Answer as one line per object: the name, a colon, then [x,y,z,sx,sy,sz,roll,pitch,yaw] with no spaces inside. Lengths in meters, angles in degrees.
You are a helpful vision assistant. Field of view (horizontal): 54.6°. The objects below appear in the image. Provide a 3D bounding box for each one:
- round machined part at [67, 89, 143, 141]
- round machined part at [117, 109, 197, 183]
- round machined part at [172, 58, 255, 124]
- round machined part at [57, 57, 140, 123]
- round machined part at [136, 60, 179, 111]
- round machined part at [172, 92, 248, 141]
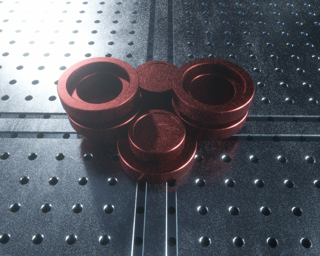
round machined part: [-0.072,-0.022,0.414,0.099,0.042,0.098,0,50,0]
round machined part: [-0.004,0.015,0.383,0.099,0.042,0.098,0,50,0]
round machined part: [0.064,-0.041,0.389,0.099,0.042,0.098,0,50,0]
round machined part: [-0.074,-0.043,0.390,0.099,0.042,0.098,0,50,0]
round machined part: [-0.003,-0.060,0.447,0.099,0.042,0.098,0,50,0]
round machined part: [0.065,-0.022,0.414,0.099,0.042,0.098,0,50,0]
